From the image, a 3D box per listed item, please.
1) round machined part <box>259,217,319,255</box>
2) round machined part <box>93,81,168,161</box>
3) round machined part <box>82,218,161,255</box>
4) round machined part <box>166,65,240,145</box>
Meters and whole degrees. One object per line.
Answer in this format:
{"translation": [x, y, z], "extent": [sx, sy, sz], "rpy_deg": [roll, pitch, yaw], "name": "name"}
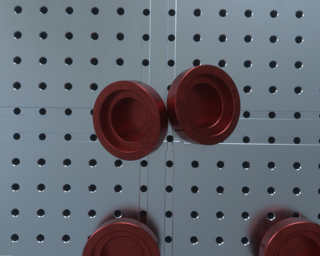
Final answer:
{"translation": [0.178, 0.165, 0.406], "extent": [0.099, 0.042, 0.097], "rpy_deg": [0, 90, 0], "name": "round machined part"}
{"translation": [-0.033, -0.011, 0.391], "extent": [0.098, 0.042, 0.097], "rpy_deg": [5, 102, 27], "name": "round machined part"}
{"translation": [-0.048, 0.166, 0.405], "extent": [0.099, 0.042, 0.097], "rpy_deg": [0, 90, 0], "name": "round machined part"}
{"translation": [0.050, -0.028, 0.392], "extent": [0.099, 0.042, 0.097], "rpy_deg": [0, 90, -29], "name": "round machined part"}
